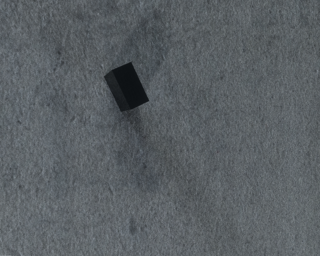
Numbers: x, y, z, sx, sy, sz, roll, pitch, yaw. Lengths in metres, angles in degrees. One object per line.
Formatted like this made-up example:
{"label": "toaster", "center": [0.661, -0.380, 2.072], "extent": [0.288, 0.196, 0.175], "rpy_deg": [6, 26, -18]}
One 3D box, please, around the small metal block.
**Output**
{"label": "small metal block", "center": [-0.042, -0.049, 0.381], "extent": [0.025, 0.050, 0.050], "rpy_deg": [-28, 100, -18]}
